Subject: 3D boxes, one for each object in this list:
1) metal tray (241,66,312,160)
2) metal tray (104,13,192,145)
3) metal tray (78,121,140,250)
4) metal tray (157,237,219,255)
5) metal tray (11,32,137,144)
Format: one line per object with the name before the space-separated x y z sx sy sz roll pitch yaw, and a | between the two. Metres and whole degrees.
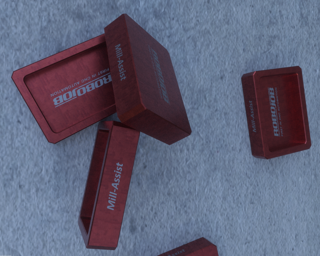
metal tray | 0.179 -0.025 0.474 0.091 0.030 0.129 -10 94 -20
metal tray | -0.014 -0.053 0.346 0.090 0.030 0.130 28 41 -49
metal tray | -0.061 0.058 0.352 0.030 0.090 0.129 13 86 -20
metal tray | 0.022 0.215 0.416 0.131 0.030 0.089 -15 95 -20
metal tray | -0.093 -0.050 0.372 0.131 0.030 0.090 -29 100 -18
